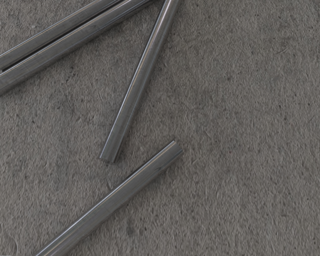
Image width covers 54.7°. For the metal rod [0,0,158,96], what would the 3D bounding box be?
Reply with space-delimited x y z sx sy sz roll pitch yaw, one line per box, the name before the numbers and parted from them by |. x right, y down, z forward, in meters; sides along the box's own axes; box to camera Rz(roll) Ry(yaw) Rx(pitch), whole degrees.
metal rod | -0.115 -0.137 0.457 0.301 0.025 0.025 -36 74 -12

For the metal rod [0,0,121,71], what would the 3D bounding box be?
metal rod | -0.109 -0.173 0.470 0.301 0.025 0.025 -36 74 -12

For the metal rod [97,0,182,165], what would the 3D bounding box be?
metal rod | -0.019 -0.091 0.440 0.025 0.025 0.300 18 71 6

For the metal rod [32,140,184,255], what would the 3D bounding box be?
metal rod | -0.091 0.117 0.364 0.301 0.025 0.025 -39 75 -13
